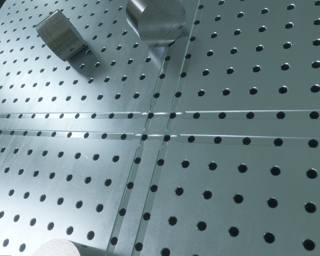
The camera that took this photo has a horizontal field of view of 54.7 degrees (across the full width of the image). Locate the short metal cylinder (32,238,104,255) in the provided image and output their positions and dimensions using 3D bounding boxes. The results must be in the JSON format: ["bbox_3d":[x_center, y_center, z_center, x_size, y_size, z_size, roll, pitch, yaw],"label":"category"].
[{"bbox_3d":[-0.104,0.169,0.343,0.080,0.050,0.080,-13,56,21],"label":"short metal cylinder"}]

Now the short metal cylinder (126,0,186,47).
[{"bbox_3d":[-0.007,-0.174,0.483,0.080,0.080,0.050,-36,51,4],"label":"short metal cylinder"}]

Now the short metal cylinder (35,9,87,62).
[{"bbox_3d":[-0.181,-0.170,0.573,0.050,0.080,0.080,-36,51,4],"label":"short metal cylinder"}]
